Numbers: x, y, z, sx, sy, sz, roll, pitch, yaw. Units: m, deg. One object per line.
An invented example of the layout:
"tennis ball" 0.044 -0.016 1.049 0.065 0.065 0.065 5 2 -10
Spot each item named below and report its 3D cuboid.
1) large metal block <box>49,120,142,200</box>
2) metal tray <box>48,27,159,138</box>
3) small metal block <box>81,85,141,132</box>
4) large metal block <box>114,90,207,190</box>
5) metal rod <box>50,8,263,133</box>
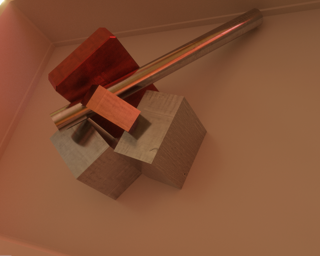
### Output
"large metal block" -0.079 0.035 0.389 0.050 0.080 0.080 -45 51 -3
"metal tray" -0.064 -0.052 0.399 0.090 0.130 0.030 -43 50 0
"small metal block" -0.055 -0.023 0.334 0.025 0.050 0.050 -59 21 -4
"large metal block" 0.005 0.014 0.357 0.050 0.080 0.080 14 69 33
"metal rod" 0.007 -0.079 0.390 0.302 0.025 0.025 -30 50 -14
